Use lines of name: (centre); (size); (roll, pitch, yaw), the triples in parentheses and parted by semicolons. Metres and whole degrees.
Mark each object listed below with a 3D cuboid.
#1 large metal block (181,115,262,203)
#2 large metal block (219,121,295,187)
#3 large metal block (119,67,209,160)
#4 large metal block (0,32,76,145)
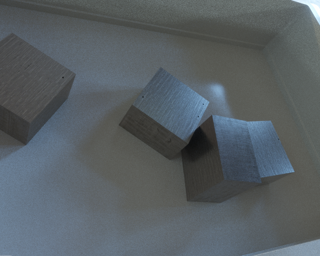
large metal block: (0.070, 0.041, 0.383); (0.050, 0.080, 0.080); (9, 58, -24)
large metal block: (0.126, 0.038, 0.434); (0.081, 0.050, 0.080); (-3, 63, -30)
large metal block: (0.007, -0.019, 0.405); (0.080, 0.050, 0.080); (35, 51, -5)
large metal block: (-0.152, -0.042, 0.333); (0.080, 0.050, 0.080); (33, 51, -7)
